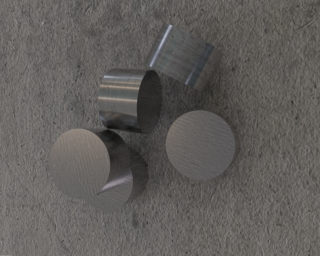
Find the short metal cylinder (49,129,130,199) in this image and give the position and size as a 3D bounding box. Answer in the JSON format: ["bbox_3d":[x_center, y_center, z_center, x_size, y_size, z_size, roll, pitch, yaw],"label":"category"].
[{"bbox_3d":[-0.083,0.040,0.372,0.080,0.050,0.080,0,90,20],"label":"short metal cylinder"}]

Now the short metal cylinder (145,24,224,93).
[{"bbox_3d":[0.028,-0.082,0.370,0.080,0.080,0.050,30,100,17],"label":"short metal cylinder"}]

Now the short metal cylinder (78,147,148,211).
[{"bbox_3d":[-0.063,0.066,0.418,0.080,0.050,0.080,0,90,20],"label":"short metal cylinder"}]

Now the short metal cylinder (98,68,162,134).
[{"bbox_3d":[-0.035,-0.034,0.392,0.050,0.080,0.079,7,92,20],"label":"short metal cylinder"}]

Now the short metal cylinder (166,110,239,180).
[{"bbox_3d":[0.053,0.019,0.377,0.080,0.050,0.080,0,90,20],"label":"short metal cylinder"}]
